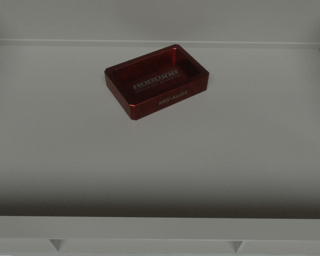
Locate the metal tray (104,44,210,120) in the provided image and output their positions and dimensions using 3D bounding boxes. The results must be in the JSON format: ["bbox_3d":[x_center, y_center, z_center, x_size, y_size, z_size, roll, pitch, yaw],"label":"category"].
[{"bbox_3d":[-0.005,-0.073,0.462,0.131,0.030,0.090,-24,54,-20],"label":"metal tray"}]
